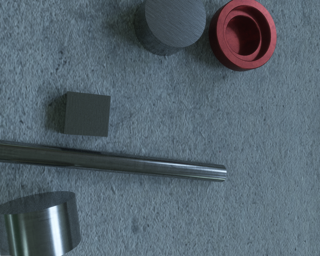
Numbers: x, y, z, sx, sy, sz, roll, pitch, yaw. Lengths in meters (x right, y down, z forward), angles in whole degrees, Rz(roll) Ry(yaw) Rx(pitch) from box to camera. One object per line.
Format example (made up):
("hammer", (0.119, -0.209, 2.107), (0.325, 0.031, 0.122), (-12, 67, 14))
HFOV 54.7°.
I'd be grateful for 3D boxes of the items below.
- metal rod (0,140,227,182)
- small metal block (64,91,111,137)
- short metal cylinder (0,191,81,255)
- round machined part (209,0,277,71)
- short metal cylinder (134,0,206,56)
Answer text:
("metal rod", (-0.053, 0.044, 0.389), (0.302, 0.025, 0.025), (8, 87, -20))
("small metal block", (-0.089, -0.016, 0.376), (0.050, 0.025, 0.050), (5, 89, -20))
("short metal cylinder", (-0.129, 0.103, 0.332), (0.081, 0.080, 0.050), (-8, 93, -20))
("round machined part", (0.112, -0.129, 0.441), (0.099, 0.042, 0.097), (0, 90, -20))
("short metal cylinder", (0.012, -0.138, 0.400), (0.081, 0.050, 0.079), (0, 90, -20))
